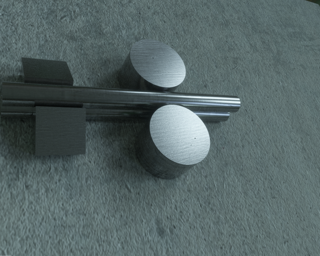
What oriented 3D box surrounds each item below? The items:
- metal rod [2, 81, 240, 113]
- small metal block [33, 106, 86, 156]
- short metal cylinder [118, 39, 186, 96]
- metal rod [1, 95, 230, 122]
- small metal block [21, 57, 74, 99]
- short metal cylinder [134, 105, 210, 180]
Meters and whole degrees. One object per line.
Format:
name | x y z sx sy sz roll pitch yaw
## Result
metal rod | -0.025 -0.035 0.381 0.303 0.025 0.025 0 62 -28
small metal block | -0.108 0.003 0.332 0.050 0.025 0.050 1 88 -29
short metal cylinder | -0.012 -0.075 0.428 0.081 0.050 0.080 14 56 -21
metal rod | -0.035 -0.022 0.400 0.303 0.025 0.025 0 62 -28
small metal block | -0.131 -0.057 0.357 0.050 0.025 0.050 0 35 -28
short metal cylinder | 0.014 0.018 0.386 0.081 0.050 0.080 14 56 -21
